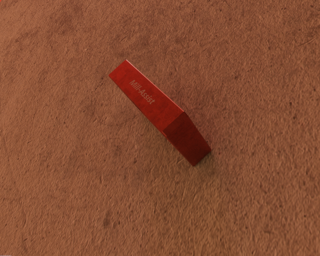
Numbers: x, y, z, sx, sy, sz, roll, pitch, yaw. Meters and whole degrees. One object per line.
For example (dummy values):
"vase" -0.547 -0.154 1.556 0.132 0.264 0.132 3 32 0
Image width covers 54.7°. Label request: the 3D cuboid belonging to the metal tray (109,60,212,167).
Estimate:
"metal tray" -0.001 -0.019 0.375 0.030 0.090 0.130 -43 51 -1
